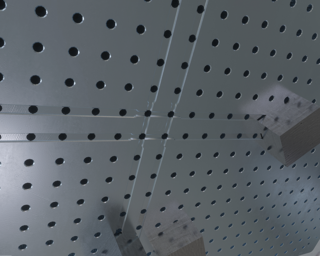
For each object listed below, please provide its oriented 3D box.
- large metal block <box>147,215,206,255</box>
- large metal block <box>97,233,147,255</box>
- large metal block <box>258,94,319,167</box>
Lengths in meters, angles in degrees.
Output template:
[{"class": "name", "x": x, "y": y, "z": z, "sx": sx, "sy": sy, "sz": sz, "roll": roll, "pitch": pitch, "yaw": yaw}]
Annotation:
[{"class": "large metal block", "x": 0.031, "y": 0.213, "z": 0.543, "sx": 0.080, "sy": 0.050, "sz": 0.080, "roll": -23, "pitch": 127, "yaw": -14}, {"class": "large metal block", "x": -0.060, "y": 0.224, "z": 0.481, "sx": 0.050, "sy": 0.080, "sz": 0.080, "roll": 23, "pitch": 106, "yaw": -37}, {"class": "large metal block", "x": 0.219, "y": 0.005, "z": 0.517, "sx": 0.080, "sy": 0.050, "sz": 0.080, "roll": -35, "pitch": 129, "yaw": -5}]
